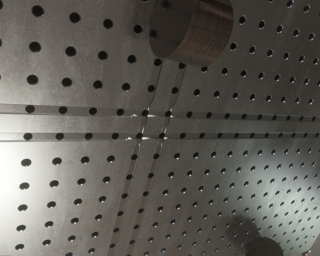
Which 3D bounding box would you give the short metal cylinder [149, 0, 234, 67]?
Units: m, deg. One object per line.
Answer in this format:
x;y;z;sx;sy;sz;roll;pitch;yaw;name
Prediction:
0.030;-0.108;0.327;0.050;0.080;0.079;6;115;-32;short metal cylinder

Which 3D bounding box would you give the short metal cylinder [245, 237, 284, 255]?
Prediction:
0.237;0.294;0.691;0.080;0.080;0.050;-34;129;-6;short metal cylinder
